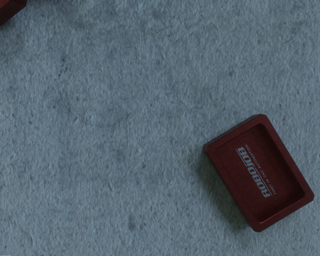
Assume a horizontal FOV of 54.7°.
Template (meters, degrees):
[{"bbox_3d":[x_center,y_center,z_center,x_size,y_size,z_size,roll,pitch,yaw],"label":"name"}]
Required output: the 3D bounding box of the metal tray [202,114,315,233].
[{"bbox_3d":[0.128,0.058,0.409,0.090,0.030,0.130,-31,90,-1],"label":"metal tray"}]

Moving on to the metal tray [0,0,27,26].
[{"bbox_3d":[-0.237,-0.192,0.390,0.090,0.030,0.130,-27,90,19],"label":"metal tray"}]
